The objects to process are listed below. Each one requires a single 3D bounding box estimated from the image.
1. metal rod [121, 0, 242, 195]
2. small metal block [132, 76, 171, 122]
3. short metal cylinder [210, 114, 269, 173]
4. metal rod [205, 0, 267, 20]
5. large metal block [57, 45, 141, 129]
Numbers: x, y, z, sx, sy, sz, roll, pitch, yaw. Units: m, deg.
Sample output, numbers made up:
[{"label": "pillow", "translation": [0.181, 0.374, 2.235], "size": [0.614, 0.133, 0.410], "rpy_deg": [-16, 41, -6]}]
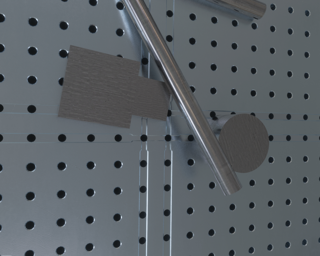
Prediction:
[{"label": "metal rod", "translation": [0.023, -0.054, 0.393], "size": [0.025, 0.025, 0.299], "rpy_deg": [-27, 89, -18]}, {"label": "small metal block", "translation": [-0.015, -0.037, 0.407], "size": [0.050, 0.025, 0.050], "rpy_deg": [10, 87, -20]}, {"label": "short metal cylinder", "translation": [0.105, 0.020, 0.438], "size": [0.081, 0.050, 0.079], "rpy_deg": [0, 90, -20]}, {"label": "metal rod", "translation": [0.013, -0.204, 0.416], "size": [0.302, 0.025, 0.025], "rpy_deg": [11, 86, -20]}, {"label": "large metal block", "translation": [-0.075, -0.045, 0.372], "size": [0.081, 0.050, 0.080], "rpy_deg": [10, 87, -20]}]
